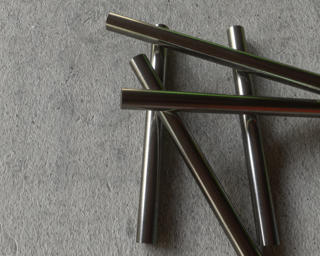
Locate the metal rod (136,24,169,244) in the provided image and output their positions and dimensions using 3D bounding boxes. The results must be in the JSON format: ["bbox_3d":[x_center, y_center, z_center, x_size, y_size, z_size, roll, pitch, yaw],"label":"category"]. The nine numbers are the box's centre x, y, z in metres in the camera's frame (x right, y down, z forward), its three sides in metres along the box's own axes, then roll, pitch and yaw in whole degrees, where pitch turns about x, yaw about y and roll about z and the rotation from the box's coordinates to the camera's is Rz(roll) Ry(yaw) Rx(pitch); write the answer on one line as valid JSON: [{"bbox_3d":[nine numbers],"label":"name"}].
[{"bbox_3d":[-0.007,-0.007,0.410,0.025,0.025,0.299,3,70,1],"label":"metal rod"}]

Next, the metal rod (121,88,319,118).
[{"bbox_3d":[0.103,-0.029,0.387,0.302,0.025,0.025,2,70,-12],"label":"metal rod"}]

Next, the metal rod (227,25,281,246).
[{"bbox_3d":[0.119,-0.005,0.410,0.025,0.025,0.299,-3,70,-1],"label":"metal rod"}]

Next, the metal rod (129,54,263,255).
[{"bbox_3d":[0.043,0.038,0.377,0.025,0.025,0.299,-27,79,-10],"label":"metal rod"}]

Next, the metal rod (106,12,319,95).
[{"bbox_3d":[0.071,-0.102,0.417,0.301,0.025,0.025,19,71,6],"label":"metal rod"}]
